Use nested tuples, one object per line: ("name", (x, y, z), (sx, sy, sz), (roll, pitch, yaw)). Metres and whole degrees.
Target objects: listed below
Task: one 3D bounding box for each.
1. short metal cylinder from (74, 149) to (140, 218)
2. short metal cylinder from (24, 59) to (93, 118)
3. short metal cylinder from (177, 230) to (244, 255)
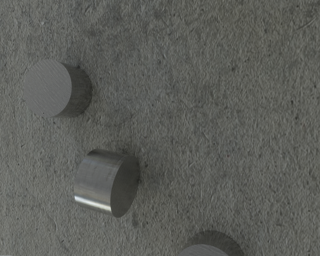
("short metal cylinder", (-0.066, 0.070, 0.403), (0.050, 0.080, 0.079), (10, 94, 20))
("short metal cylinder", (-0.146, -0.055, 0.447), (0.080, 0.050, 0.080), (0, 90, 20))
("short metal cylinder", (0.060, 0.172, 0.374), (0.080, 0.050, 0.080), (0, 90, 20))
